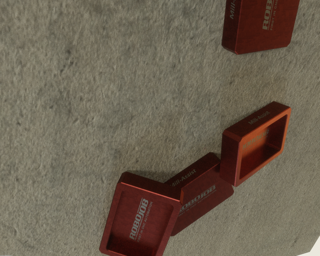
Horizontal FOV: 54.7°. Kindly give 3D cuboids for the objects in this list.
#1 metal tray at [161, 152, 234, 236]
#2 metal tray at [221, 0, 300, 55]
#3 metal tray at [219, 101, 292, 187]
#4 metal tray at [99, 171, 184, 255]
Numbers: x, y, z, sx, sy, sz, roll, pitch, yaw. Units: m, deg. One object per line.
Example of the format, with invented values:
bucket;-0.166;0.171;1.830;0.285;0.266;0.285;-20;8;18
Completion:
metal tray;0.051;0.108;0.501;0.131;0.030;0.090;-33;129;-7
metal tray;0.127;-0.161;0.375;0.091;0.030;0.129;-14;124;-21
metal tray;0.148;0.023;0.477;0.131;0.030;0.089;-26;129;-32
metal tray;-0.028;0.134;0.443;0.090;0.030;0.129;18;113;1
